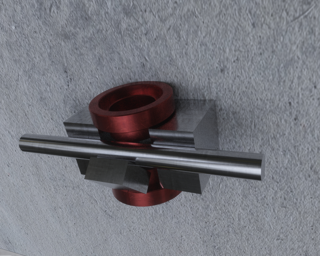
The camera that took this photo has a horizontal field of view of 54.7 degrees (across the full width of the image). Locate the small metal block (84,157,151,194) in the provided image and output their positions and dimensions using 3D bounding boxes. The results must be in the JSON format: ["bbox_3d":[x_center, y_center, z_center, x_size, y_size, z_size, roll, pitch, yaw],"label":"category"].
[{"bbox_3d":[-0.046,0.053,0.344,0.050,0.025,0.050,3,160,29],"label":"small metal block"}]

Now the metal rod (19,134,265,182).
[{"bbox_3d":[-0.042,0.028,0.344,0.301,0.025,0.025,3,120,26],"label":"metal rod"}]

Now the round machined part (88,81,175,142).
[{"bbox_3d":[-0.030,-0.018,0.366,0.098,0.098,0.042,4,121,26],"label":"round machined part"}]

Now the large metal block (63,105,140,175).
[{"bbox_3d":[-0.073,0.010,0.418,0.050,0.080,0.079,4,120,26],"label":"large metal block"}]

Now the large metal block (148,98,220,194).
[{"bbox_3d":[0.034,0.018,0.366,0.050,0.080,0.079,4,120,26],"label":"large metal block"}]

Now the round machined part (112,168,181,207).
[{"bbox_3d":[-0.017,0.055,0.404,0.098,0.098,0.042,5,115,26],"label":"round machined part"}]
